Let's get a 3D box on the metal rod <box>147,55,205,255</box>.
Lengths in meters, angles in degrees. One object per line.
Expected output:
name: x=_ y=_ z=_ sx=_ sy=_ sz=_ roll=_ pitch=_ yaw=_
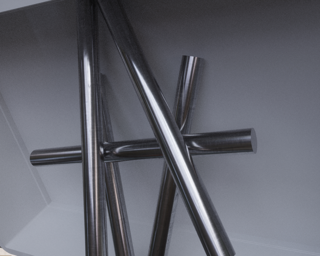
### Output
metal rod: x=0.013 y=0.066 z=0.370 sx=0.025 sy=0.025 sz=0.298 roll=13 pitch=101 yaw=20

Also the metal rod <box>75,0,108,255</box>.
metal rod: x=-0.079 y=0.000 z=0.356 sx=0.025 sy=0.025 sz=0.298 roll=-5 pitch=87 yaw=30

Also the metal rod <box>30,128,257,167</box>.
metal rod: x=-0.042 y=0.027 z=0.365 sx=0.300 sy=0.025 sz=0.025 roll=-7 pitch=115 yaw=28

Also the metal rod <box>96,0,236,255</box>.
metal rod: x=-0.002 y=-0.015 z=0.315 sx=0.025 sy=0.025 sz=0.299 roll=-35 pitch=72 yaw=38

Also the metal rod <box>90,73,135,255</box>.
metal rod: x=-0.063 y=0.076 z=0.410 sx=0.025 sy=0.025 sz=0.298 roll=-11 pitch=89 yaw=32
